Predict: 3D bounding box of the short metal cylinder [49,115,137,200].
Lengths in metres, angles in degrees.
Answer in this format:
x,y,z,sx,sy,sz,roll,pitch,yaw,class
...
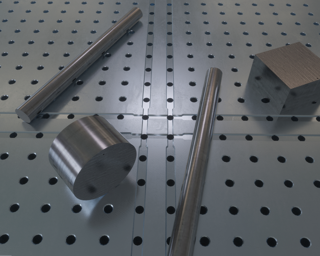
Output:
x,y,z,sx,sy,sz,roll,pitch,yaw,class
-0.073,0.033,0.344,0.080,0.080,0.050,-34,58,-25,short metal cylinder

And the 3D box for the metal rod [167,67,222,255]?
x,y,z,sx,sy,sz,roll,pitch,yaw,class
0.049,0.028,0.383,0.025,0.025,0.300,10,51,8,metal rod

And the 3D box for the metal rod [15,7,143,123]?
x,y,z,sx,sy,sz,roll,pitch,yaw,class
-0.115,-0.118,0.505,0.025,0.025,0.301,22,53,18,metal rod

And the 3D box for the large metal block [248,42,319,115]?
x,y,z,sx,sy,sz,roll,pitch,yaw,class
0.191,-0.075,0.456,0.081,0.050,0.080,-18,53,-15,large metal block
